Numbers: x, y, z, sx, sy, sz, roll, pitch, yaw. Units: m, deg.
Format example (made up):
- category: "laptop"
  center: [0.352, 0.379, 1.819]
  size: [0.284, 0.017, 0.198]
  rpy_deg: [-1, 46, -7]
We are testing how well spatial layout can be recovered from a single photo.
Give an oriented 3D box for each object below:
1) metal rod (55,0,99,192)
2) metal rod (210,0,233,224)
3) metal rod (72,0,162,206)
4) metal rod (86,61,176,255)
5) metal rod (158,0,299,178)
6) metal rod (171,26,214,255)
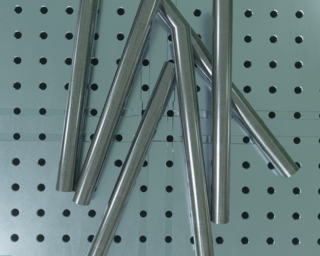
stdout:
- category: "metal rod"
  center: [-0.107, -0.066, 0.412]
  size: [0.025, 0.025, 0.298]
  rpy_deg: [7, 90, 0]
- category: "metal rod"
  center: [0.078, -0.025, 0.393]
  size: [0.025, 0.025, 0.298]
  rpy_deg: [-1, 98, 0]
- category: "metal rod"
  center: [-0.054, -0.042, 0.399]
  size: [0.025, 0.025, 0.299]
  rpy_deg: [20, 95, 0]
- category: "metal rod"
  center: [-0.038, 0.055, 0.413]
  size: [0.025, 0.025, 0.299]
  rpy_deg: [22, 90, 0]
- category: "metal rod"
  center: [0.083, -0.059, 0.413]
  size: [0.025, 0.025, 0.300]
  rpy_deg: [-37, 90, 0]
- category: "metal rod"
  center: [0.043, 0.023, 0.401]
  size: [0.025, 0.025, 0.298]
  rpy_deg: [-7, 95, 0]
